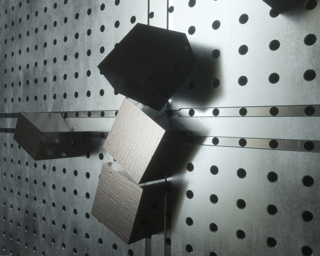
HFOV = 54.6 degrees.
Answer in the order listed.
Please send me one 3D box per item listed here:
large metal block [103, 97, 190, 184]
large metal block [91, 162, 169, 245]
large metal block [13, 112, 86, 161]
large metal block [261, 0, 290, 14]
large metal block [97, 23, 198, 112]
[{"bbox_3d":[-0.020,0.015,0.411,0.080,0.050,0.080,40,115,32],"label":"large metal block"},{"bbox_3d":[-0.044,0.099,0.430,0.080,0.050,0.080,25,106,37],"label":"large metal block"},{"bbox_3d":[-0.190,0.012,0.532,0.080,0.081,0.050,31,109,36],"label":"large metal block"},{"bbox_3d":[0.108,-0.176,0.305,0.080,0.050,0.080,52,120,27],"label":"large metal block"},{"bbox_3d":[-0.015,-0.077,0.382,0.080,0.050,0.080,26,71,37],"label":"large metal block"}]
